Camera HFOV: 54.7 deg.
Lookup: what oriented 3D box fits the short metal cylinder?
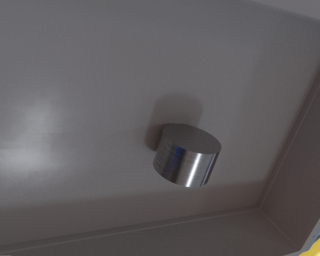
[{"bbox_3d":[0.036,0.035,0.416,0.081,0.080,0.050,2,117,-30],"label":"short metal cylinder"}]
